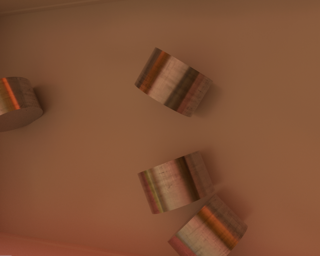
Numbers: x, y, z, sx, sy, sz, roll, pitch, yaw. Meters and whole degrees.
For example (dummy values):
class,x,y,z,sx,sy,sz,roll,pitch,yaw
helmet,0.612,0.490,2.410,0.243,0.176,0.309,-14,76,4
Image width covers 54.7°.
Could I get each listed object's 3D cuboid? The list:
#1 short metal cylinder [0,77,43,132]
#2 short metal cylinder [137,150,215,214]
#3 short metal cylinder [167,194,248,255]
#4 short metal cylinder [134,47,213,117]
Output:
class,x,y,z,sx,sy,sz,roll,pitch,yaw
short metal cylinder,-0.223,-0.033,0.458,0.080,0.080,0.050,-28,81,17
short metal cylinder,0.019,0.064,0.374,0.080,0.080,0.050,-23,83,18
short metal cylinder,0.055,0.123,0.361,0.050,0.080,0.080,45,104,14
short metal cylinder,0.017,-0.055,0.375,0.080,0.080,0.050,34,101,16
